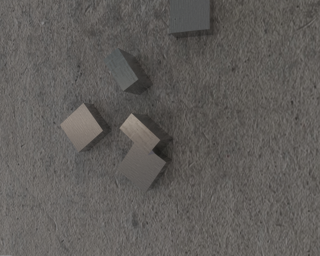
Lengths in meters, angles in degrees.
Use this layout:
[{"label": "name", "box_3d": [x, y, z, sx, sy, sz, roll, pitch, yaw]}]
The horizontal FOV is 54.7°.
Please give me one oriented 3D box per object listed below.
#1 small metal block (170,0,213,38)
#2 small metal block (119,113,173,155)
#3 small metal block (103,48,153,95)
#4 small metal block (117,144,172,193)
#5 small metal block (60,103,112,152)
[{"label": "small metal block", "box_3d": [0.041, -0.145, 0.395, 0.050, 0.025, 0.050, 0, 90, 20]}, {"label": "small metal block", "box_3d": [-0.017, 0.007, 0.401, 0.050, 0.050, 0.025, 43, 103, 15]}, {"label": "small metal block", "box_3d": [-0.041, -0.073, 0.410, 0.025, 0.050, 0.050, -36, 79, 17]}, {"label": "small metal block", "box_3d": [-0.021, 0.049, 0.416, 0.050, 0.025, 0.050, 37, 102, 16]}, {"label": "small metal block", "box_3d": [-0.107, 0.000, 0.447, 0.050, 0.025, 0.050, -40, 78, 15]}]
